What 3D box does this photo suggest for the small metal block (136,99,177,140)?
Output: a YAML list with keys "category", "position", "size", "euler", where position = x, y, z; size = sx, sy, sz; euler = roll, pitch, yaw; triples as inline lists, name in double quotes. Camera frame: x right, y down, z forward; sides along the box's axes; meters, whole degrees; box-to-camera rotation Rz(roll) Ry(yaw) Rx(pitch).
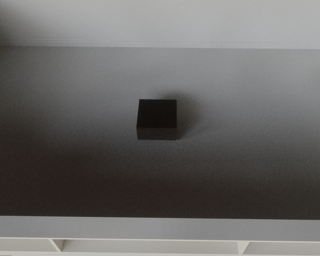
- category: "small metal block"
  position: [-0.003, -0.011, 0.410]
  size: [0.050, 0.025, 0.050]
  euler: [1, 50, 1]
